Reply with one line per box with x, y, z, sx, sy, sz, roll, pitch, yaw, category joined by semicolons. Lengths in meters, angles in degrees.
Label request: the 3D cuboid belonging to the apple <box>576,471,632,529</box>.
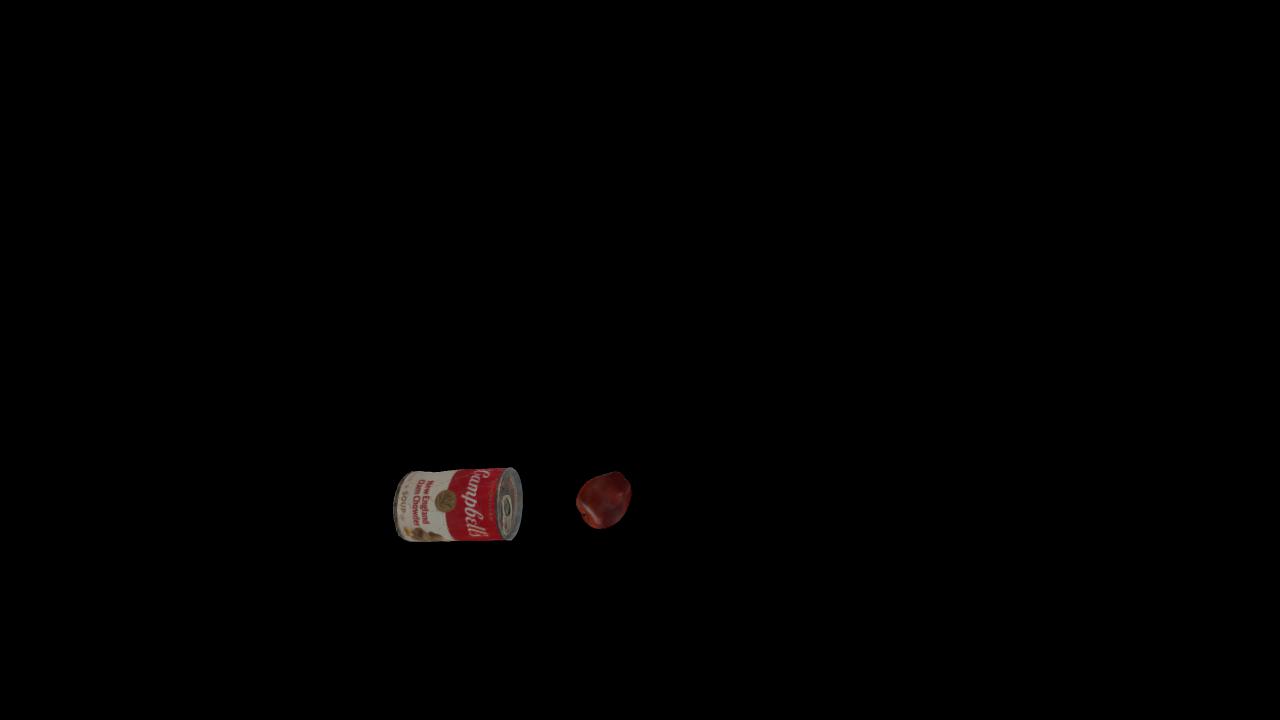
-0.056;0.218;0.960;0.093;0.079;0.079;-36;20;-31;apple

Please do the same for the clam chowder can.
-0.171;0.137;0.583;0.102;0.068;0.068;-3;0;8;clam chowder can
